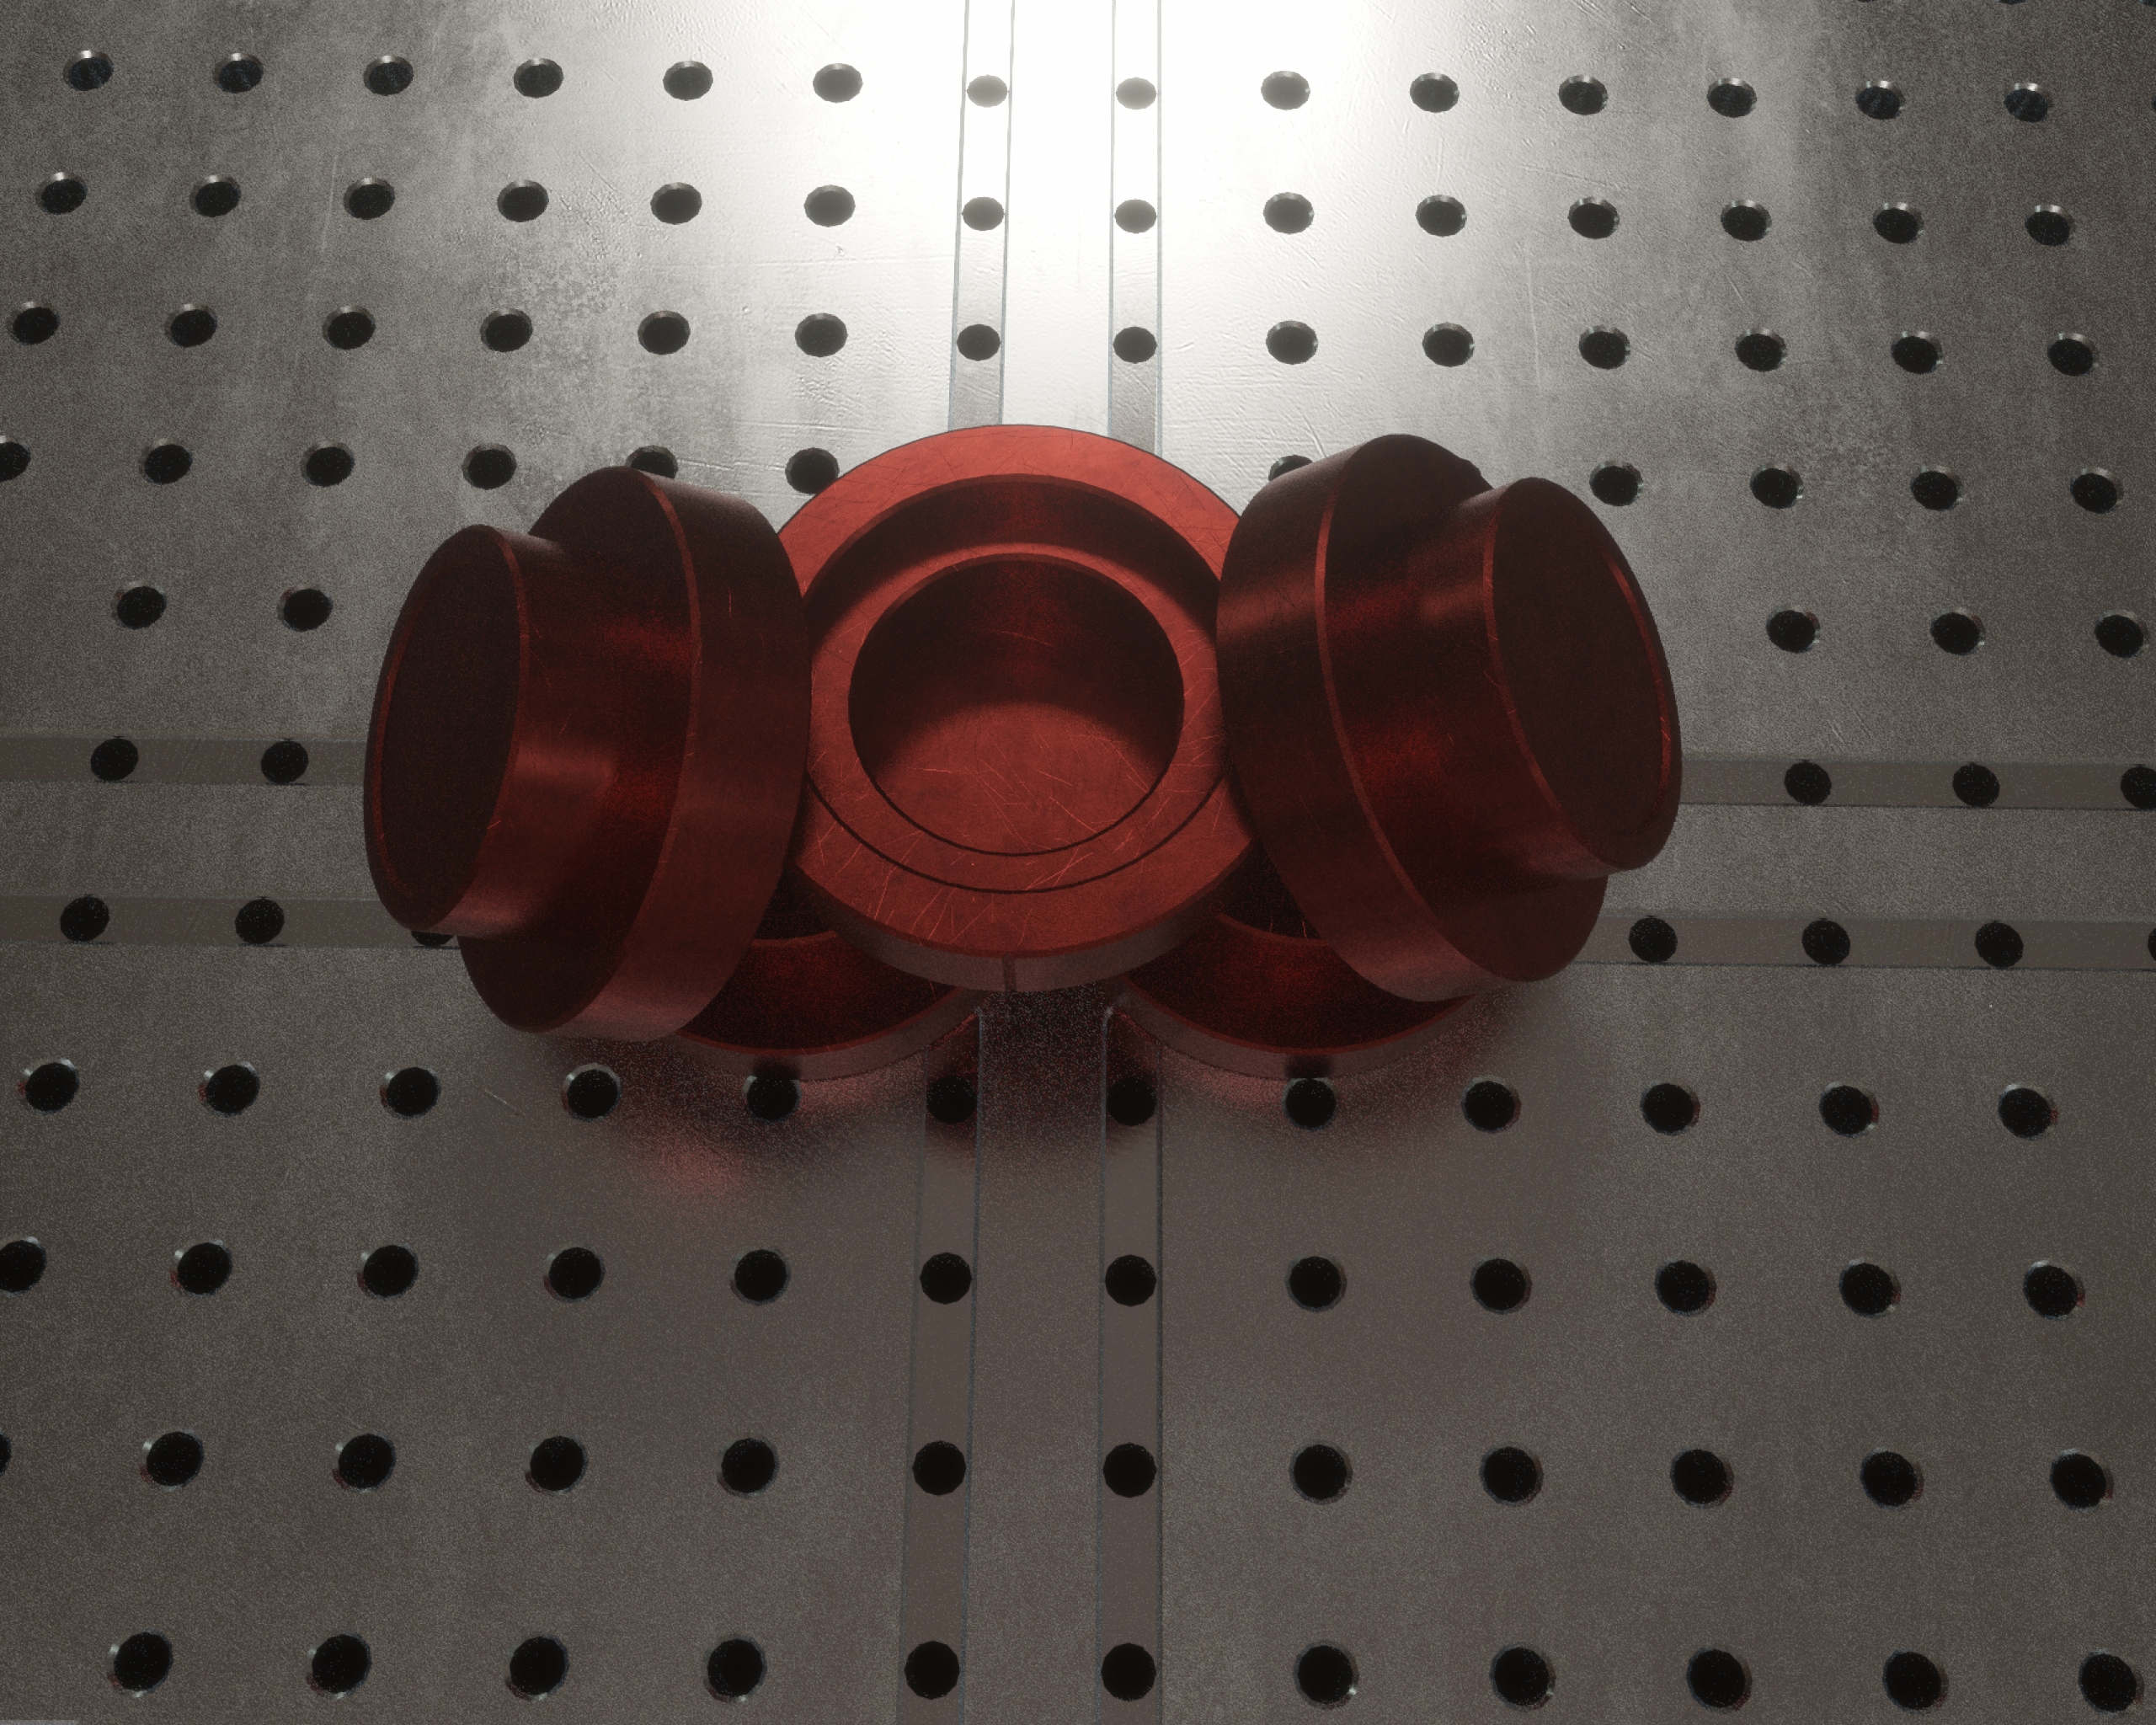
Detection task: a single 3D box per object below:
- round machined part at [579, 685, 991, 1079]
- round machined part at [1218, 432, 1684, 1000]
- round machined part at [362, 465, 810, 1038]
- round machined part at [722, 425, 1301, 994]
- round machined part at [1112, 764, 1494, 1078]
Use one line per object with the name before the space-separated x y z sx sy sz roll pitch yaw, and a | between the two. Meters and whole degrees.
round machined part | -0.055 -0.010 0.405 0.099 0.042 0.098 0 70 -1
round machined part | 0.070 -0.028 0.359 0.042 0.098 0.098 -16 65 37
round machined part | -0.089 -0.020 0.355 0.042 0.098 0.098 10 65 -37
round machined part | -0.010 -0.024 0.365 0.099 0.042 0.098 0 70 -1
round machined part | 0.043 -0.010 0.407 0.099 0.042 0.098 0 70 -1
